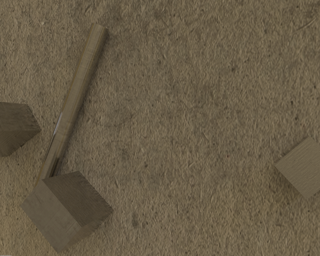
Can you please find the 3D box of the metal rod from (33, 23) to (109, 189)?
[{"bbox_3d":[-0.139,-0.007,0.457,0.025,0.025,0.298,25,98,18],"label":"metal rod"}]

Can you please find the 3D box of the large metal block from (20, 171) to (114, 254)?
[{"bbox_3d":[-0.124,0.110,0.423,0.080,0.080,0.050,44,104,14],"label":"large metal block"}]

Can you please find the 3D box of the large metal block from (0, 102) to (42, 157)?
[{"bbox_3d":[-0.245,0.005,0.466,0.080,0.080,0.050,-34,79,17],"label":"large metal block"}]

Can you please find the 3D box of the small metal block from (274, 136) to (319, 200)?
[{"bbox_3d":[0.166,0.044,0.350,0.050,0.025,0.050,-44,77,14],"label":"small metal block"}]
